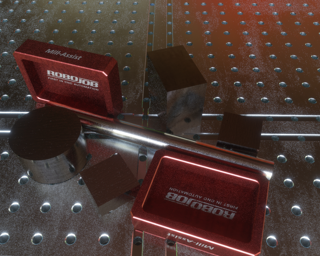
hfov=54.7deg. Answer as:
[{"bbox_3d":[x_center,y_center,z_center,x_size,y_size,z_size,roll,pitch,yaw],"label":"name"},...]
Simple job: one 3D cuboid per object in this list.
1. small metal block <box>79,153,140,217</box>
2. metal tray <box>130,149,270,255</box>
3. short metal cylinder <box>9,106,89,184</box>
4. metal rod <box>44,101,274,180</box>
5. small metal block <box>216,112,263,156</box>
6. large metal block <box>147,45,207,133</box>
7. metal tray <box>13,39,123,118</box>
[{"bbox_3d":[-0.057,0.064,0.354,0.050,0.025,0.050,-26,55,-20],"label":"small metal block"},{"bbox_3d":[0.045,0.080,0.336,0.131,0.030,0.090,14,52,11],"label":"metal tray"},{"bbox_3d":[-0.131,0.020,0.373,0.080,0.050,0.080,0,50,0],"label":"short metal cylinder"},{"bbox_3d":[-0.012,0.013,0.396,0.301,0.025,0.025,15,52,12],"label":"metal rod"},{"bbox_3d":[0.102,0.010,0.399,0.050,0.025,0.050,13,51,11],"label":"small metal block"},{"bbox_3d":[0.020,-0.051,0.417,0.050,0.080,0.080,-14,52,-12],"label":"large metal block"},{"bbox_3d":[-0.119,-0.062,0.415,0.131,0.090,0.030,14,52,12],"label":"metal tray"}]
